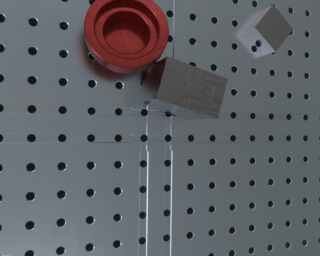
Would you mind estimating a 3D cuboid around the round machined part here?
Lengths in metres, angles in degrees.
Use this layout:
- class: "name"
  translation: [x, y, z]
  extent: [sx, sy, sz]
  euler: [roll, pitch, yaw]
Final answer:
- class: "round machined part"
  translation: [-0.041, -0.113, 0.380]
  extent: [0.099, 0.042, 0.098]
  euler: [2, 80, -11]

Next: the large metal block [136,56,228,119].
- class: "large metal block"
  translation: [0.025, -0.046, 0.392]
  extent: [0.081, 0.080, 0.050]
  euler: [16, 85, -20]

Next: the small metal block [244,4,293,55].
- class: "small metal block"
  translation: [0.167, -0.149, 0.474]
  extent: [0.050, 0.025, 0.050]
  euler: [43, 76, -15]
